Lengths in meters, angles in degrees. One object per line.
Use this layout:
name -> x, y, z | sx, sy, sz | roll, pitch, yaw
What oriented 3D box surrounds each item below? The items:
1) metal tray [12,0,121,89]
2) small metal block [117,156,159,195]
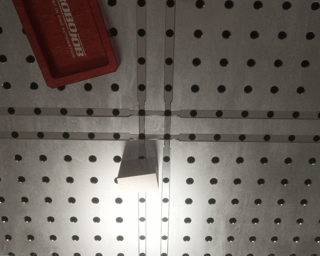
metal tray -> -0.109, -0.121, 0.364 | 0.090, 0.030, 0.129 | -15, 110, 5
small metal block -> -0.029, 0.064, 0.423 | 0.050, 0.050, 0.025 | -8, 110, 2
